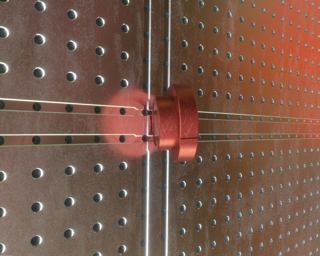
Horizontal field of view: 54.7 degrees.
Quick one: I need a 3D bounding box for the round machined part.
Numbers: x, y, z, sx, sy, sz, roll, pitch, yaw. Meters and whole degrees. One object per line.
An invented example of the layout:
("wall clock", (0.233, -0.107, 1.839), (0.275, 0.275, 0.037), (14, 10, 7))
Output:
("round machined part", (0.015, -0.006, 0.387), (0.042, 0.098, 0.097), (-2, 92, -9))
